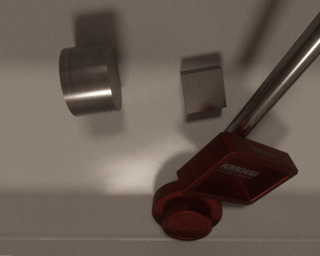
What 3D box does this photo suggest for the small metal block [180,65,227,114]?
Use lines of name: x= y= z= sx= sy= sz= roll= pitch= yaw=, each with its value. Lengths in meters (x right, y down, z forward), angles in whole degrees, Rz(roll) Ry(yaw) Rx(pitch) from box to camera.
small metal block: x=0.055 y=-0.049 z=0.394 sx=0.050 sy=0.025 sz=0.050 roll=-9 pitch=110 yaw=3

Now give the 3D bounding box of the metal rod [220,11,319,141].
metal rod: x=0.107 y=-0.020 z=0.347 sx=0.025 sy=0.025 sz=0.298 roll=23 pitch=131 yaw=-9

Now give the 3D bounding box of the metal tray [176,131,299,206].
metal tray: x=0.098 y=0.056 z=0.389 sx=0.131 sy=0.030 sz=0.090 roll=17 pitch=130 yaw=-34

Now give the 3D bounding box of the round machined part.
round machined part: x=0.037 y=0.121 z=0.432 sx=0.099 sy=0.042 sz=0.097 roll=2 pitch=128 yaw=3

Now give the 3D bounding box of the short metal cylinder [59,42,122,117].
short metal cylinder: x=-0.078 y=-0.056 z=0.360 sx=0.050 sy=0.080 sz=0.079 roll=-7 pitch=110 yaw=2
